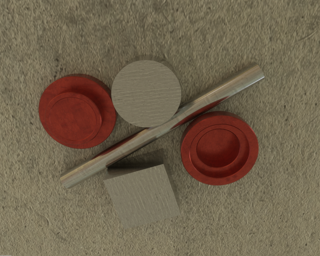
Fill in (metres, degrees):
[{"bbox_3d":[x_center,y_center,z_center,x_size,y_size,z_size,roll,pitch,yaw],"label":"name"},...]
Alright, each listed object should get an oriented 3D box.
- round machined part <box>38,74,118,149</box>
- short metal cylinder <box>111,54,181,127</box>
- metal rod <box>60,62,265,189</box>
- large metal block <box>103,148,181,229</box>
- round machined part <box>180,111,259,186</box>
[{"bbox_3d":[-0.105,-0.017,0.394,0.099,0.042,0.097,0,110,0],"label":"round machined part"},{"bbox_3d":[-0.016,-0.047,0.380,0.081,0.050,0.079,0,110,0],"label":"short metal cylinder"},{"bbox_3d":[-0.004,0.002,0.412,0.300,0.025,0.025,-30,108,10],"label":"metal rod"},{"bbox_3d":[-0.022,0.083,0.429,0.080,0.050,0.080,-16,110,6],"label":"large metal block"},{"bbox_3d":[0.076,0.024,0.411,0.099,0.042,0.097,0,110,0],"label":"round machined part"}]
